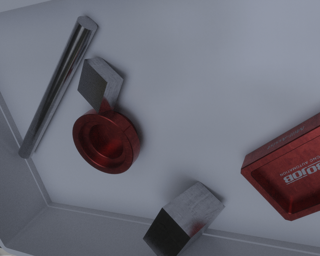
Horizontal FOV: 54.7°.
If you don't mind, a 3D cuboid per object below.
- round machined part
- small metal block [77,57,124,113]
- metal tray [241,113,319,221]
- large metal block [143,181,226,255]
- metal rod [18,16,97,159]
[{"bbox_3d":[-0.072,0.014,0.443,0.098,0.042,0.097,13,124,20],"label":"round machined part"},{"bbox_3d":[-0.079,-0.056,0.403,0.050,0.025,0.050,45,132,23],"label":"small metal block"},{"bbox_3d":[0.168,0.043,0.343,0.090,0.030,0.129,46,129,-5],"label":"metal tray"},{"bbox_3d":[0.033,0.131,0.428,0.050,0.081,0.079,44,131,22],"label":"large metal block"},{"bbox_3d":[-0.166,-0.041,0.468,0.025,0.025,0.298,42,129,-1],"label":"metal rod"}]
